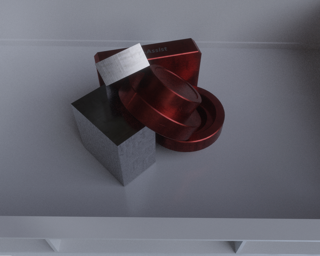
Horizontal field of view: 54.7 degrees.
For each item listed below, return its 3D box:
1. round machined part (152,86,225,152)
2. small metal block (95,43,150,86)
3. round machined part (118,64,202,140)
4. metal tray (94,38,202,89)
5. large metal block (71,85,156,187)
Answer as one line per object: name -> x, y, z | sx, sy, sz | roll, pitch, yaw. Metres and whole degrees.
round machined part -> 0.031, -0.008, 0.401 | 0.099, 0.042, 0.098 | 0, 50, 0
small metal block -> -0.043, -0.070, 0.341 | 0.050, 0.025, 0.050 | -27, 16, -6
round machined part -> 0.007, -0.034, 0.346 | 0.098, 0.042, 0.098 | 30, 24, -15
metal tray -> -0.015, -0.066, 0.415 | 0.131, 0.089, 0.030 | -12, 52, -10
large metal block -> -0.051, 0.008, 0.361 | 0.050, 0.080, 0.080 | -37, 59, -27
